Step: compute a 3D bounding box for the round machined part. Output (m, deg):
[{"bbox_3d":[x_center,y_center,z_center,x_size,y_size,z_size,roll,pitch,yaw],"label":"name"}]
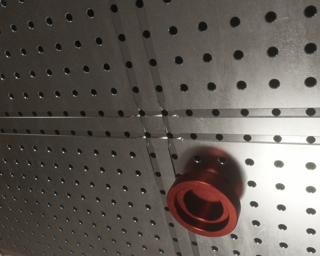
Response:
[{"bbox_3d":[0.063,0.099,0.428,0.098,0.042,0.097,13,124,20],"label":"round machined part"}]
